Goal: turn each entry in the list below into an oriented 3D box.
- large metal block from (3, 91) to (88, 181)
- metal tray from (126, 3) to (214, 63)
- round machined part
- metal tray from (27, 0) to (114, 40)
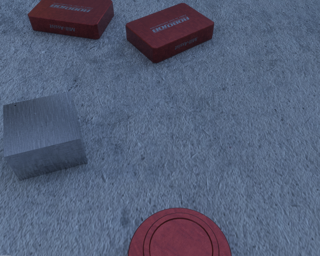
[{"bbox_3d":[-0.139,0.008,0.379,0.081,0.050,0.080,-14,52,-12],"label":"large metal block"},{"bbox_3d":[0.018,-0.170,0.543,0.131,0.030,0.090,-29,56,-23],"label":"metal tray"},{"bbox_3d":[0.019,0.120,0.292,0.099,0.042,0.098,0,50,0],"label":"round machined part"},{"bbox_3d":[-0.162,-0.210,0.574,0.131,0.030,0.090,10,51,8],"label":"metal tray"}]
